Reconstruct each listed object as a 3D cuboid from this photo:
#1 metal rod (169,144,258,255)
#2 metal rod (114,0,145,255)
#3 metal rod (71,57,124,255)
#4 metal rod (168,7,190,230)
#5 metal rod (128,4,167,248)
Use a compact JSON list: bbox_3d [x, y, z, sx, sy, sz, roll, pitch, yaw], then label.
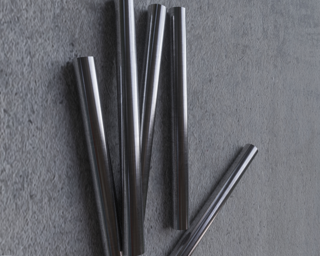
[{"bbox_3d":[0.069,0.132,0.462,0.301,0.025,0.025,-47,118,-30],"label":"metal rod"},{"bbox_3d":[-0.036,-0.008,0.359,0.025,0.025,0.298,0,85,-40],"label":"metal rod"},{"bbox_3d":[-0.063,0.072,0.351,0.025,0.025,0.298,-13,98,-39],"label":"metal rod"},{"bbox_3d":[0.026,-0.012,0.425,0.025,0.025,0.298,-2,91,-40],"label":"metal rod"},{"bbox_3d":[-0.019,-0.007,0.388,0.025,0.025,0.298,10,84,-40],"label":"metal rod"}]
